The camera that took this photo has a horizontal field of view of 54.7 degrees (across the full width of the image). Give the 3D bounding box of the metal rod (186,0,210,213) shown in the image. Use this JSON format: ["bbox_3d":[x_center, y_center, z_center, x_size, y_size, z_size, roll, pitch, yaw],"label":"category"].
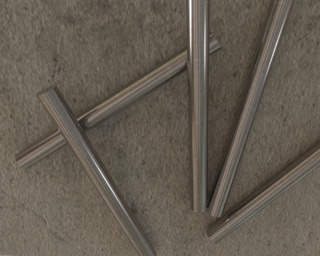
[{"bbox_3d":[0.048,-0.017,0.385,0.025,0.025,0.298,-3,117,1],"label":"metal rod"}]

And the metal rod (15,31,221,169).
[{"bbox_3d":[-0.060,-0.030,0.397,0.300,0.025,0.025,-31,108,10],"label":"metal rod"}]

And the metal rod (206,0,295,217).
[{"bbox_3d":[0.111,-0.013,0.406,0.025,0.025,0.298,11,110,-5],"label":"metal rod"}]

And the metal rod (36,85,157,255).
[{"bbox_3d":[-0.074,0.079,0.420,0.025,0.025,0.299,-22,116,7],"label":"metal rod"}]

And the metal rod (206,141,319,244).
[{"bbox_3d":[0.185,0.067,0.437,0.299,0.025,0.025,-43,105,13],"label":"metal rod"}]
